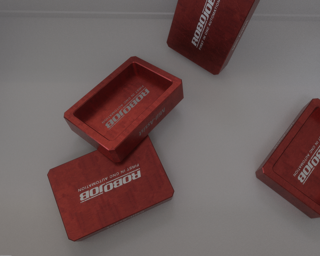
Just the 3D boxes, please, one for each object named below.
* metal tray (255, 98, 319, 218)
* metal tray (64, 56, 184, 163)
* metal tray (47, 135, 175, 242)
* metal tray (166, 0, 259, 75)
[{"bbox_3d":[0.197,0.036,0.394,0.090,0.030,0.130,38,74,12],"label":"metal tray"},{"bbox_3d":[-0.043,-0.029,0.396,0.090,0.030,0.130,32,65,27],"label":"metal tray"},{"bbox_3d":[-0.059,0.070,0.381,0.131,0.030,0.090,-23,72,-8],"label":"metal tray"},{"bbox_3d":[0.066,-0.143,0.405,0.090,0.129,0.030,35,54,11],"label":"metal tray"}]
